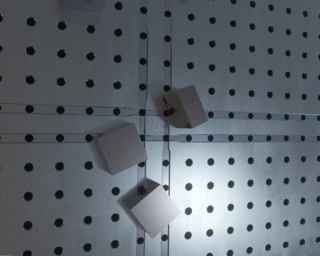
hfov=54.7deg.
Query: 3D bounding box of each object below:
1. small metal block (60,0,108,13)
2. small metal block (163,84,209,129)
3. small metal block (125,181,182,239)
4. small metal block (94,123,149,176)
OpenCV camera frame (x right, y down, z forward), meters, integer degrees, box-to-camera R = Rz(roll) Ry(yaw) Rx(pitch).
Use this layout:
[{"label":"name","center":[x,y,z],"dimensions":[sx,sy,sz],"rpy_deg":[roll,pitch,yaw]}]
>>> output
[{"label":"small metal block","center":[-0.091,-0.159,0.366],"dimensions":[0.050,0.050,0.025],"rpy_deg":[-5,92,-20]},{"label":"small metal block","center":[0.033,-0.027,0.413],"dimensions":[0.025,0.050,0.050],"rpy_deg":[-26,99,-18]},{"label":"small metal block","center":[-0.009,0.108,0.411],"dimensions":[0.050,0.025,0.050],"rpy_deg":[-38,103,-16]},{"label":"small metal block","center":[-0.050,0.026,0.395],"dimensions":[0.050,0.025,0.050],"rpy_deg":[-23,98,-19]}]
